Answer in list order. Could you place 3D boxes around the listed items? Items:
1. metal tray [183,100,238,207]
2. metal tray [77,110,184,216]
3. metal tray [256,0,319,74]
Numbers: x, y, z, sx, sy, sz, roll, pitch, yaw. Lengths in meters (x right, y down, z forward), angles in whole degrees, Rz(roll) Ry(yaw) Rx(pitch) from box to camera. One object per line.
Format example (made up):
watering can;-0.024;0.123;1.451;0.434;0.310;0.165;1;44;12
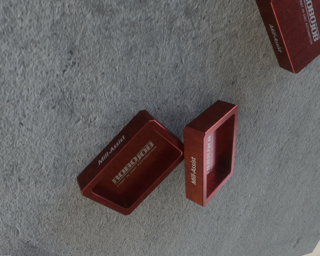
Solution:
metal tray;0.073;0.036;0.442;0.091;0.030;0.129;-37;135;-38
metal tray;-0.034;0.050;0.415;0.130;0.030;0.090;-46;129;4
metal tray;0.189;-0.149;0.415;0.090;0.030;0.130;-41;130;0
